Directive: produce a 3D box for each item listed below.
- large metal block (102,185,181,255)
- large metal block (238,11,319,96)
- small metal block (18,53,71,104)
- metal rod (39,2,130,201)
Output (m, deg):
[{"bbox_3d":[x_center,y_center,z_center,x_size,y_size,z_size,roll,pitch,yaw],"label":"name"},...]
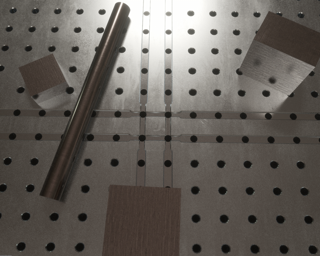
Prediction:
[{"bbox_3d":[-0.019,0.111,0.358,0.081,0.050,0.080,3,70,0],"label":"large metal block"},{"bbox_3d":[0.162,-0.098,0.420,0.080,0.080,0.050,28,72,9],"label":"large metal block"},{"bbox_3d":[-0.161,-0.069,0.435,0.050,0.025,0.050,-26,72,-10],"label":"small metal block"},{"bbox_3d":[-0.096,-0.050,0.428,0.025,0.025,0.299,14,70,5],"label":"metal rod"}]
